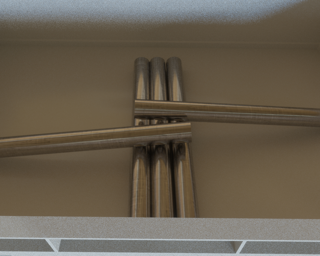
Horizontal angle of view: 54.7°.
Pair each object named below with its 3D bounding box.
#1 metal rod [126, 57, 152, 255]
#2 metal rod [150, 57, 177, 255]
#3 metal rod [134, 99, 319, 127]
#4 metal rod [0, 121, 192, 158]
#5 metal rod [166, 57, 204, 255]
[{"bbox_3d":[-0.024,0.013,0.392,0.025,0.025,0.300,-1,50,-1],"label":"metal rod"},{"bbox_3d":[0.000,0.012,0.393,0.025,0.025,0.300,-1,50,-1],"label":"metal rod"},{"bbox_3d":[0.119,-0.017,0.397,0.302,0.025,0.025,2,50,-7],"label":"metal rod"},{"bbox_3d":[-0.114,0.017,0.367,0.302,0.025,0.025,-5,50,3],"label":"metal rod"},{"bbox_3d":[0.026,0.012,0.394,0.025,0.025,0.300,-1,50,-1],"label":"metal rod"}]
